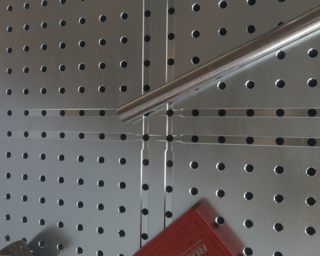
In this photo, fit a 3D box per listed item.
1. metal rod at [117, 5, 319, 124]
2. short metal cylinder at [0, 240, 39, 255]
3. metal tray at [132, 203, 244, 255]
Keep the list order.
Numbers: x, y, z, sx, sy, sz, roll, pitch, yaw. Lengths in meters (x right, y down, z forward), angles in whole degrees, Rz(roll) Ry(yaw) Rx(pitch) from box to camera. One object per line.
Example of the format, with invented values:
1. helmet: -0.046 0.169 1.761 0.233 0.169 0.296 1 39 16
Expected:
1. metal rod: 0.077 -0.077 0.385 0.300 0.025 0.025 -25 82 18
2. short metal cylinder: -0.220 0.216 0.461 0.050 0.080 0.080 37 102 16
3. metal tray: 0.029 0.172 0.399 0.130 0.030 0.090 -43 77 14
